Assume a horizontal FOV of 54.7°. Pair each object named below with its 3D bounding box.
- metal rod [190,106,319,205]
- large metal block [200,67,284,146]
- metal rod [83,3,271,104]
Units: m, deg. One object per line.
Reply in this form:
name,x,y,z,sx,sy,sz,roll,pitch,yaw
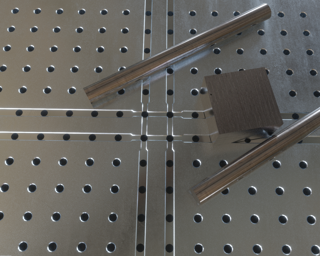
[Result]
metal rod,0.172,0.010,0.408,0.301,0.025,0.025,-30,73,-11
large metal block,0.103,-0.027,0.409,0.081,0.050,0.080,-9,70,-4
metal rod,0.032,-0.112,0.452,0.302,0.025,0.025,-27,73,-10
